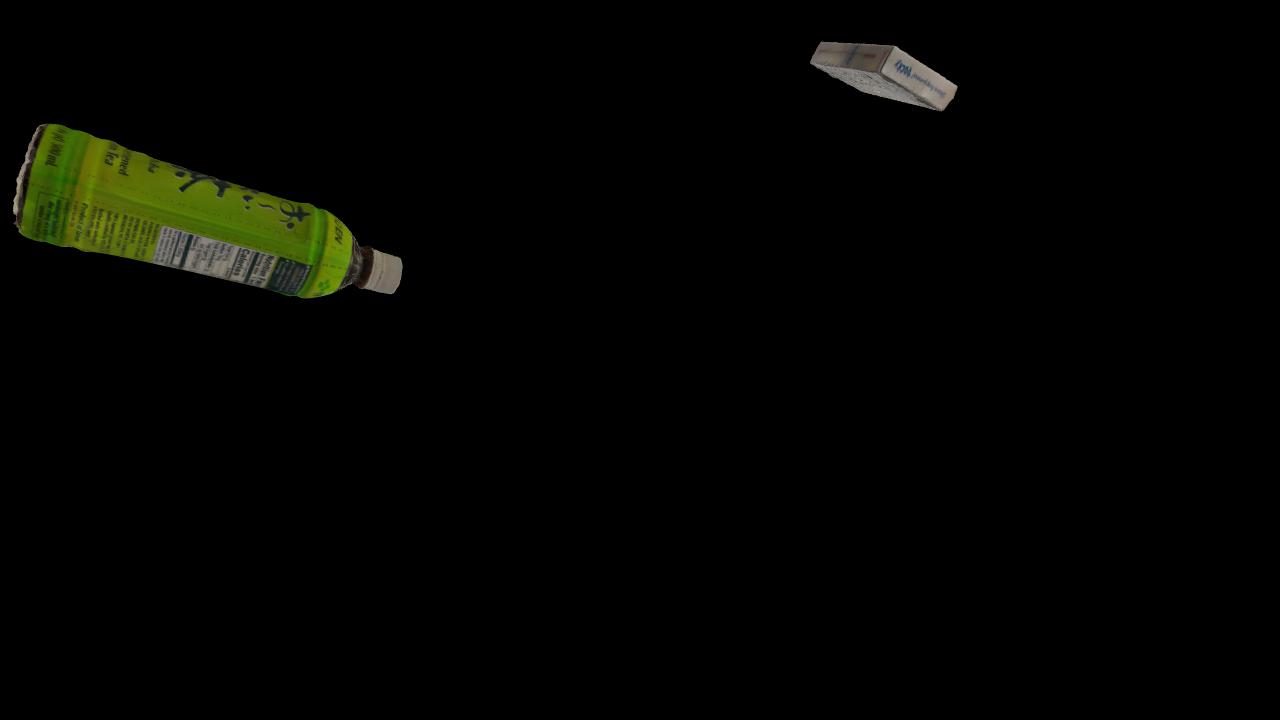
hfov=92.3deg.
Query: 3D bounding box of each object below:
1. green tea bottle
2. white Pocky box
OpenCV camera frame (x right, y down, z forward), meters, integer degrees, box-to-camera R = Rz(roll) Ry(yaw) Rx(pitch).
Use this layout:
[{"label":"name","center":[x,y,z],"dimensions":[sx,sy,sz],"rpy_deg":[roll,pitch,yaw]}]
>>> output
[{"label":"green tea bottle","center":[-0.271,-0.084,0.418],"dimensions":[0.212,0.073,0.073],"rpy_deg":[16,-11,-42]},{"label":"white Pocky box","center":[0.242,-0.292,0.626],"dimensions":[0.084,0.028,0.154],"rpy_deg":[18,24,-20]}]
